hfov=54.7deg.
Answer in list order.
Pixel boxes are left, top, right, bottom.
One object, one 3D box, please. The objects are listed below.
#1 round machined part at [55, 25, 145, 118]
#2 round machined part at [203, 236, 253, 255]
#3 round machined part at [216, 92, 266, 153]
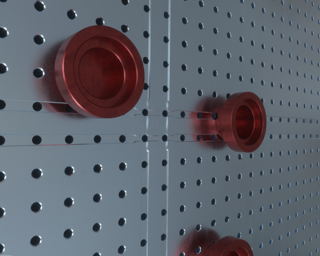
[{"bbox_3d":[-0.068,-0.059,0.342,0.099,0.042,0.097,0,90,-40],"label":"round machined part"},{"bbox_3d":[0.102,0.219,0.487,0.099,0.042,0.097,0,90,-40],"label":"round machined part"},{"bbox_3d":[0.130,-0.010,0.510,0.099,0.042,0.097,0,90,-40],"label":"round machined part"}]
